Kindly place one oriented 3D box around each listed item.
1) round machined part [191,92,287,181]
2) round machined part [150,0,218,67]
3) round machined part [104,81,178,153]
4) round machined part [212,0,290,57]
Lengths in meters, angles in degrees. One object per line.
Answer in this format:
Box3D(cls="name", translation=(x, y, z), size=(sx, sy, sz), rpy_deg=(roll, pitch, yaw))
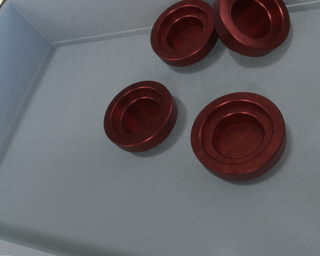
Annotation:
Box3D(cls="round machined part", translation=(0.087, 0.012, 0.341), size=(0.098, 0.042, 0.098), rpy_deg=(-13, 56, 20))
Box3D(cls="round machined part", translation=(0.039, -0.131, 0.447), size=(0.098, 0.042, 0.098), rpy_deg=(-10, 67, 25))
Box3D(cls="round machined part", translation=(-0.022, -0.011, 0.412), size=(0.098, 0.042, 0.098), rpy_deg=(-13, 56, 20))
Box3D(cls="round machined part", translation=(0.112, -0.135, 0.397), size=(0.099, 0.042, 0.098), rpy_deg=(4, 76, -16))
